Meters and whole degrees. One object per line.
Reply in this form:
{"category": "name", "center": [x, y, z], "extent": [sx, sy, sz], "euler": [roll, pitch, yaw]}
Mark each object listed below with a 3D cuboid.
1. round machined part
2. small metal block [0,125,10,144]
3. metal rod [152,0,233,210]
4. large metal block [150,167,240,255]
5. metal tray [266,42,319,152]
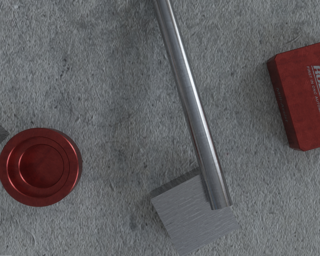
{"category": "round machined part", "center": [-0.149, 0.048, 0.400], "extent": [0.099, 0.042, 0.097], "euler": [0, 90, 0]}
{"category": "small metal block", "center": [-0.231, 0.000, 0.396], "extent": [0.050, 0.050, 0.025], "euler": [43, 90, 0]}
{"category": "metal rod", "center": [0.033, -0.051, 0.381], "extent": [0.025, 0.025, 0.299], "euler": [-15, 79, 0]}
{"category": "large metal block", "center": [0.043, 0.103, 0.398], "extent": [0.080, 0.050, 0.080], "euler": [-27, 90, 0]}
{"category": "metal tray", "center": [0.205, -0.043, 0.409], "extent": [0.090, 0.030, 0.129], "euler": [-16, 90, 0]}
